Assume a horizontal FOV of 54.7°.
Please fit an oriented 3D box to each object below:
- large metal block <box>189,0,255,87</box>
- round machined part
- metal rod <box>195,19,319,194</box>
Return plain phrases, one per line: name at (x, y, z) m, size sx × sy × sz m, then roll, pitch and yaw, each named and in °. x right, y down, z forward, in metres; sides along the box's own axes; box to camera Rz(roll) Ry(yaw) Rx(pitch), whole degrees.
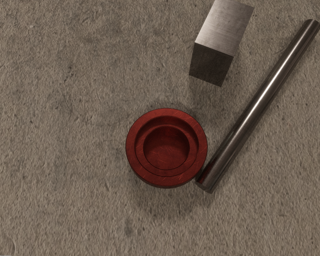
large metal block at (0.081, -0.115, 0.422) m, size 0.050 × 0.080 × 0.080 m, roll 23°, pitch 72°, yaw 8°
round machined part at (0.008, 0.027, 0.389) m, size 0.099 × 0.042 × 0.098 m, roll 0°, pitch 70°, yaw -1°
metal rod at (0.141, -0.040, 0.424) m, size 0.025 × 0.025 × 0.300 m, roll 34°, pitch 73°, yaw 11°
